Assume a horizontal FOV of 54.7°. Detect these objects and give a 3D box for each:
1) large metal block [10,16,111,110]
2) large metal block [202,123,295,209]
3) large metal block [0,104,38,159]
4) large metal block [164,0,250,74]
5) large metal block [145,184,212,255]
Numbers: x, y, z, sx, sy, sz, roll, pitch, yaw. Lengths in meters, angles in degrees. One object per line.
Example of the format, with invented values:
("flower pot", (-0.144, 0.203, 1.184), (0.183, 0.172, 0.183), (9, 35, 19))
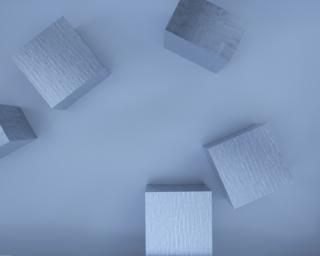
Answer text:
("large metal block", (-0.124, -0.080, 0.397), (0.080, 0.050, 0.080), (-38, 91, 0))
("large metal block", (0.111, 0.046, 0.400), (0.080, 0.050, 0.080), (-24, 90, -1))
("large metal block", (-0.214, 0.012, 0.381), (0.080, 0.080, 0.050), (-29, 90, 0))
("large metal block", (0.053, -0.114, 0.385), (0.080, 0.080, 0.050), (26, 90, -1))
("large metal block", (0.023, 0.117, 0.399), (0.081, 0.050, 0.079), (-1, 90, -1))
